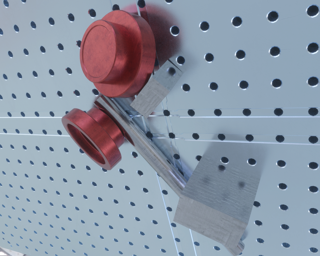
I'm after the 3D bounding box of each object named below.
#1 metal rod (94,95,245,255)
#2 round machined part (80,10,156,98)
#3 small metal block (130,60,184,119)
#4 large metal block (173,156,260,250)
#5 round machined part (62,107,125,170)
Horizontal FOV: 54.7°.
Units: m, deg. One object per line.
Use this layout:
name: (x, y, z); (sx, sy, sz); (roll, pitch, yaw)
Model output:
metal rod: (0.017, 0.069, 0.444); (0.300, 0.025, 0.025); (48, 129, -6)
round machined part: (-0.054, -0.083, 0.350); (0.098, 0.042, 0.097); (2, 93, 43)
small metal block: (-0.003, -0.046, 0.367); (0.025, 0.050, 0.050); (39, 129, -5)
large metal block: (0.073, 0.092, 0.394); (0.080, 0.080, 0.050); (22, 127, 15)
round machined part: (-0.088, 0.010, 0.436); (0.098, 0.042, 0.098); (36, 155, 21)
